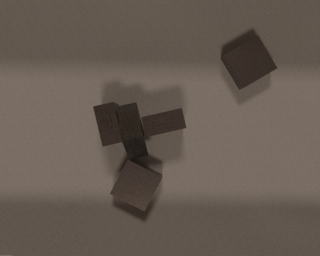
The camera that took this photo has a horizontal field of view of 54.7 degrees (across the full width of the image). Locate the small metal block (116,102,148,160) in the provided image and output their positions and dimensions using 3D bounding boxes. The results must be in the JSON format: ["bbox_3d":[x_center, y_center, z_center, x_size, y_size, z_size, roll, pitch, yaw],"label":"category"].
[{"bbox_3d":[-0.034,0.004,0.389,0.025,0.050,0.050,-12,58,-2],"label":"small metal block"}]

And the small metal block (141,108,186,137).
[{"bbox_3d":[0.005,-0.007,0.399,0.050,0.050,0.025,-13,90,0],"label":"small metal block"}]

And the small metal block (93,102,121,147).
[{"bbox_3d":[-0.063,-0.005,0.398,0.025,0.050,0.050,-13,90,0],"label":"small metal block"}]

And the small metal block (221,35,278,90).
[{"bbox_3d":[0.118,-0.086,0.413,0.050,0.025,0.050,-31,90,-1],"label":"small metal block"}]

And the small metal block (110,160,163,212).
[{"bbox_3d":[-0.031,0.074,0.411,0.050,0.025,0.050,28,90,-1],"label":"small metal block"}]
